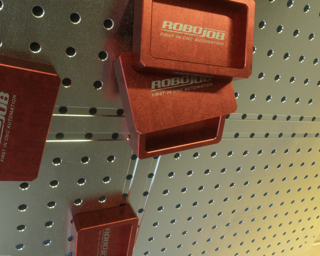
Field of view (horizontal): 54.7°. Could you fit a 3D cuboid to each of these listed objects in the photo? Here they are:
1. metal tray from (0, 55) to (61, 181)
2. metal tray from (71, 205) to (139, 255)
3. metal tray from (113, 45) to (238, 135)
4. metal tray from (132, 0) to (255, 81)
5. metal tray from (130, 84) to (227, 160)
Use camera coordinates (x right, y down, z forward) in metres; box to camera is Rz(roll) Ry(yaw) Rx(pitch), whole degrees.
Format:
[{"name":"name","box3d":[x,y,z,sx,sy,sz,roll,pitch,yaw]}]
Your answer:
[{"name":"metal tray","box3d":[-0.163,-0.007,0.315,0.091,0.030,0.129,7,115,-32]},{"name":"metal tray","box3d":[-0.087,0.183,0.474,0.091,0.030,0.129,-4,120,-27]},{"name":"metal tray","box3d":[0.020,-0.049,0.361,0.131,0.030,0.089,-13,92,-21]},{"name":"metal tray","box3d":[0.038,-0.102,0.333,0.131,0.030,0.089,2,91,-22]},{"name":"metal tray","box3d":[0.027,-0.013,0.416,0.131,0.030,0.089,-10,123,-24]}]
